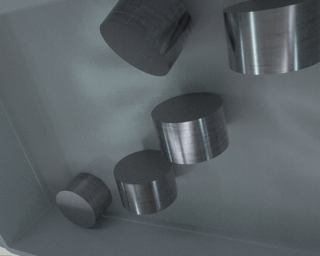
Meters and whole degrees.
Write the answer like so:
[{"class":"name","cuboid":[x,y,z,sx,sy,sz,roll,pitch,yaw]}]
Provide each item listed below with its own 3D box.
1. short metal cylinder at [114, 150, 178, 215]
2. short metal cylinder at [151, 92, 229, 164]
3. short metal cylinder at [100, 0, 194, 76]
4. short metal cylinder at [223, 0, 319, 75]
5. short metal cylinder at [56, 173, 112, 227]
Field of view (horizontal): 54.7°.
[{"class":"short metal cylinder","cuboid":[-0.019,0.073,0.428,0.080,0.080,0.050,4,120,26]},{"class":"short metal cylinder","cuboid":[0.035,-0.002,0.353,0.080,0.080,0.050,0,119,28]},{"class":"short metal cylinder","cuboid":[-0.013,-0.097,0.314,0.080,0.050,0.080,30,167,8]},{"class":"short metal cylinder","cuboid":[0.098,-0.084,0.269,0.080,0.080,0.050,1,119,27]},{"class":"short metal cylinder","cuboid":[-0.131,0.125,0.539,0.080,0.050,0.079,13,124,21]}]
